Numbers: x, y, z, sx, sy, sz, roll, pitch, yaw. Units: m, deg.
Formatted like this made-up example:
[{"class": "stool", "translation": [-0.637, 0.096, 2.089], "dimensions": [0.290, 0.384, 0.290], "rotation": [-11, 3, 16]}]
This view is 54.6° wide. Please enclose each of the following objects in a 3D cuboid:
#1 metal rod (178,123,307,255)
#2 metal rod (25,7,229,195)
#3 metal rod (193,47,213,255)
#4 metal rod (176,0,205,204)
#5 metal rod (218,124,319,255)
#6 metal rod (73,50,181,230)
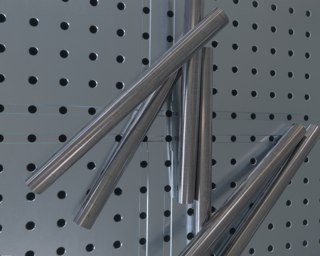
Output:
[{"class": "metal rod", "translation": [0.117, 0.094, 0.436], "dimensions": [0.301, 0.025, 0.025], "rotation": [-41, 103, -23]}, {"class": "metal rod", "translation": [-0.036, -0.034, 0.366], "dimensions": [0.300, 0.025, 0.025], "rotation": [-43, 104, -3]}, {"class": "metal rod", "translation": [0.060, 0.039, 0.434], "dimensions": [0.025, 0.025, 0.298], "rotation": [1, 90, -20]}, {"class": "metal rod", "translation": [0.040, -0.048, 0.406], "dimensions": [0.025, 0.025, 0.298], "rotation": [-1, 98, -20]}, {"class": "metal rod", "translation": [0.159, 0.114, 0.470], "dimensions": [0.025, 0.025, 0.300], "rotation": [44, 76, -15]}, {"class": "metal rod", "translation": [-0.021, -0.010, 0.404], "dimensions": [0.025, 0.025, 0.300], "rotation": [33, 79, -17]}]
